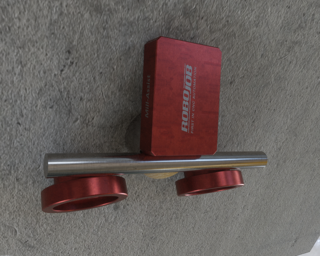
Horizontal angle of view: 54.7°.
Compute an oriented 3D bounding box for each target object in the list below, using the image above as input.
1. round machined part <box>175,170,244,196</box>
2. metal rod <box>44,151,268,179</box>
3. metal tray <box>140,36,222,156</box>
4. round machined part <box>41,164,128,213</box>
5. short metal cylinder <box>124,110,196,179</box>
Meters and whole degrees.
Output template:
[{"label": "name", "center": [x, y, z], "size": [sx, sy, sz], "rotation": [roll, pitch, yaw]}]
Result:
[{"label": "round machined part", "center": [0.071, 0.072, 0.460], "size": [0.099, 0.042, 0.098], "rotation": [-8, 163, -2]}, {"label": "metal rod", "center": [0.018, 0.042, 0.382], "size": [0.303, 0.025, 0.025], "rotation": [2, 118, -30]}, {"label": "metal tray", "center": [0.026, -0.034, 0.365], "size": [0.091, 0.030, 0.129], "rotation": [2, 91, -30]}, {"label": "round machined part", "center": [-0.091, 0.070, 0.371], "size": [0.099, 0.042, 0.098], "rotation": [-11, 160, -4]}, {"label": "short metal cylinder", "center": [0.000, 0.019, 0.406], "size": [0.081, 0.050, 0.079], "rotation": [-14, 125, -21]}]
